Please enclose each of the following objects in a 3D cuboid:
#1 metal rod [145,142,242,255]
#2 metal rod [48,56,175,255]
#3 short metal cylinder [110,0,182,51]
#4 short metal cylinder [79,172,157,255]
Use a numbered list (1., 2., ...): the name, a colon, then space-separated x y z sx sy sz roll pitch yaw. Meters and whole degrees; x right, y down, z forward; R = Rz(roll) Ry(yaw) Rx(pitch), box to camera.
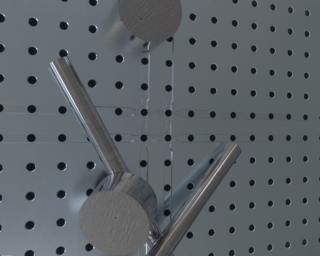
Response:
1. metal rod: 0.018 0.134 0.395 0.025 0.025 0.301 47 66 -14
2. metal rod: -0.055 0.052 0.392 0.025 0.025 0.299 -30 100 -18
3. short metal cylinder: -0.019 -0.142 0.392 0.081 0.050 0.079 0 90 -20
4. short metal cylinder: -0.047 0.099 0.363 0.080 0.050 0.079 2 105 9
